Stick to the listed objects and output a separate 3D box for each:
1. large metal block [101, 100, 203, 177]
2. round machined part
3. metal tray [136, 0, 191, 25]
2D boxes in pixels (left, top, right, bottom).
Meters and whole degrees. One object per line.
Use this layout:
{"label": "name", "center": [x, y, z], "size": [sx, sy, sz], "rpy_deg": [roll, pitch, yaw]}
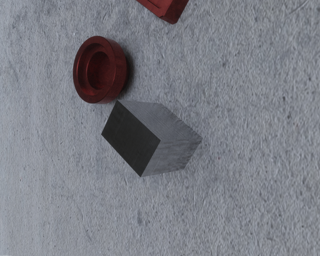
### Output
{"label": "large metal block", "center": [-0.009, 0.010, 0.377], "size": [0.080, 0.081, 0.050], "rpy_deg": [42, 116, 32]}
{"label": "round machined part", "center": [-0.084, -0.084, 0.463], "size": [0.098, 0.042, 0.097], "rpy_deg": [0, 90, 40]}
{"label": "metal tray", "center": [-0.001, -0.209, 0.417], "size": [0.130, 0.030, 0.090], "rpy_deg": [48, 116, 34]}
